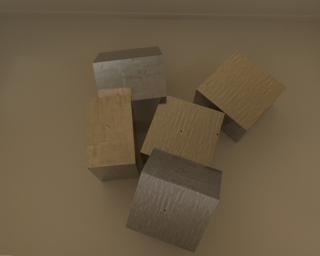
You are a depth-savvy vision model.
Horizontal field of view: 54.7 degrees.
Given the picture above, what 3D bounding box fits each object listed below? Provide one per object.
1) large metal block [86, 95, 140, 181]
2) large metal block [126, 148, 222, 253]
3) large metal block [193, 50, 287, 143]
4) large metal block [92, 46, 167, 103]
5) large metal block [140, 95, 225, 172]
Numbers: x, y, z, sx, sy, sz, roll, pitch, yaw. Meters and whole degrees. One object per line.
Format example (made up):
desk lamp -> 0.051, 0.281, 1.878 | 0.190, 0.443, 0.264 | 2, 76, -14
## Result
large metal block -> -0.055, 0.015, 0.373 | 0.050, 0.080, 0.080 | -5, 70, -2
large metal block -> 0.015, 0.079, 0.343 | 0.080, 0.079, 0.050 | 19, 29, 5
large metal block -> 0.102, -0.041, 0.411 | 0.080, 0.050, 0.080 | 42, 75, 13
large metal block -> -0.037, -0.070, 0.398 | 0.081, 0.080, 0.050 | -7, 112, -2
large metal block -> 0.028, 0.013, 0.391 | 0.080, 0.050, 0.080 | 18, 71, 6
